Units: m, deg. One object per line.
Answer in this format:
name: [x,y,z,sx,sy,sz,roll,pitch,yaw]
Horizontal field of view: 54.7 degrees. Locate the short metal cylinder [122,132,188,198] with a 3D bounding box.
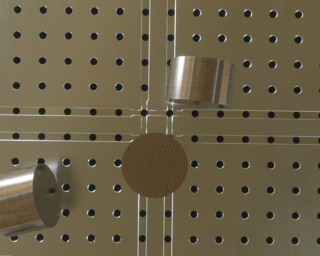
short metal cylinder: [-0.006,0.045,0.401,0.081,0.050,0.079,0,90,0]

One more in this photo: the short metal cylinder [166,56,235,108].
short metal cylinder: [0.050,-0.055,0.386,0.080,0.080,0.050,7,90,0]

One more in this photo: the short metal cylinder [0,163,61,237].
short metal cylinder: [-0.164,0.089,0.385,0.050,0.080,0.080,-13,90,0]
